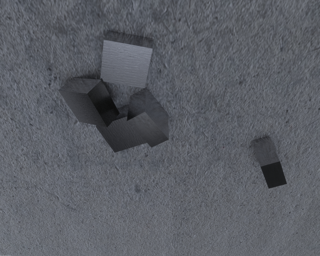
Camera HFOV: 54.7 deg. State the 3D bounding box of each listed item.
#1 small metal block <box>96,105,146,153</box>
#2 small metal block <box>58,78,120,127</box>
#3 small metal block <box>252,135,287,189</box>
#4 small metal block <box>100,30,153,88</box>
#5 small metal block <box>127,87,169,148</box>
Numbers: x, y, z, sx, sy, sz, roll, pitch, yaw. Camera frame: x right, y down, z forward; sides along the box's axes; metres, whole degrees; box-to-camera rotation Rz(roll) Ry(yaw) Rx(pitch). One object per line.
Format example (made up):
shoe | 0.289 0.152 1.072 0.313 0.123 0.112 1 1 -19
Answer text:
small metal block | -0.048 0.001 0.407 0.050 0.025 0.050 -18 128 14
small metal block | -0.083 -0.031 0.365 0.050 0.025 0.050 10 139 35
small metal block | 0.152 0.047 0.433 0.025 0.050 0.050 -20 128 16
small metal block | -0.037 -0.075 0.343 0.050 0.025 0.050 8 130 -8
small metal block | -0.013 -0.013 0.379 0.025 0.050 0.050 -26 126 20
